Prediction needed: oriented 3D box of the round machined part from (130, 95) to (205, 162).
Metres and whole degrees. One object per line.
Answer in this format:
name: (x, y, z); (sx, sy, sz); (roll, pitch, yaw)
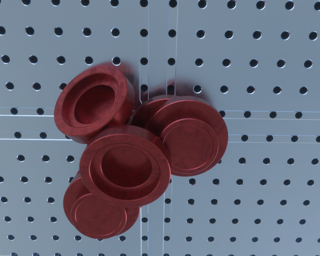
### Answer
round machined part: (0.010, 0.011, 0.386); (0.099, 0.042, 0.097); (0, 110, 0)

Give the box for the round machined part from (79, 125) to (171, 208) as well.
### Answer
round machined part: (-0.036, 0.039, 0.350); (0.098, 0.042, 0.097); (1, 118, 2)

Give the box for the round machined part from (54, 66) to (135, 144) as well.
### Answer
round machined part: (-0.074, -0.024, 0.375); (0.098, 0.098, 0.042); (-26, 143, 9)

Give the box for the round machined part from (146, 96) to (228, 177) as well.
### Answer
round machined part: (0.031, 0.015, 0.364); (0.099, 0.042, 0.097); (0, 110, 0)

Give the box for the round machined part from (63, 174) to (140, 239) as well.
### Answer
round machined part: (-0.074, 0.101, 0.396); (0.099, 0.042, 0.097); (0, 110, 0)

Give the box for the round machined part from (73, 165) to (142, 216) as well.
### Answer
round machined part: (-0.067, 0.085, 0.413); (0.099, 0.042, 0.097); (0, 110, 0)
